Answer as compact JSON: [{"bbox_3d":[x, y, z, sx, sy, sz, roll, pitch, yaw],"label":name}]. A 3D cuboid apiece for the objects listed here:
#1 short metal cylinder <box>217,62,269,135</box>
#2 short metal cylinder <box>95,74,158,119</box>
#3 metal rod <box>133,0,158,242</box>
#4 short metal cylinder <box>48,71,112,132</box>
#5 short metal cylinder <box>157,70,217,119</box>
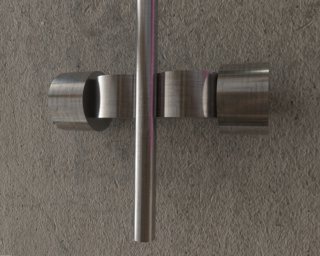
[{"bbox_3d":[0.096,-0.032,0.347,0.050,0.080,0.080,1,90,20],"label":"short metal cylinder"},{"bbox_3d":[-0.042,-0.037,0.396,0.080,0.080,0.050,1,91,20],"label":"short metal cylinder"},{"bbox_3d":[-0.016,-0.024,0.350,0.025,0.025,0.298,1,90,20],"label":"metal rod"},{"bbox_3d":[-0.103,-0.036,0.417,0.050,0.080,0.080,1,90,20],"label":"short metal cylinder"},{"bbox_3d":[0.033,-0.037,0.369,0.080,0.080,0.050,1,91,20],"label":"short metal cylinder"}]
